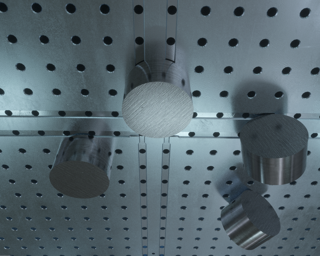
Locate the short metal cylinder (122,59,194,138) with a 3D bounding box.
[{"bbox_3d":[-0.003,-0.034,0.366,0.081,0.050,0.079,-1,130,0],"label":"short metal cylinder"}]

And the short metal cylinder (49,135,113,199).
[{"bbox_3d":[-0.110,0.056,0.441,0.081,0.050,0.079,0,130,0],"label":"short metal cylinder"}]

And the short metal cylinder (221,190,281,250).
[{"bbox_3d":[0.147,0.149,0.505,0.080,0.080,0.050,25,126,-20],"label":"short metal cylinder"}]

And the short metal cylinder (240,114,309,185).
[{"bbox_3d":[0.147,0.027,0.401,0.080,0.080,0.050,-11,129,8],"label":"short metal cylinder"}]
